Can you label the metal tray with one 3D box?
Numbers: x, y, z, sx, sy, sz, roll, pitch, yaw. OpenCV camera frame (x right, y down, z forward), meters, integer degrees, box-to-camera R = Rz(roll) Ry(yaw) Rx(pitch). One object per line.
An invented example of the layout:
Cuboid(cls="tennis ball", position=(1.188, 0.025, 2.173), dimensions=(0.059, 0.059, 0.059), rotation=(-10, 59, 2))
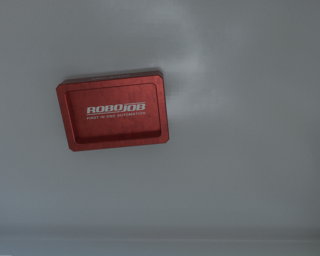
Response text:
Cuboid(cls="metal tray", position=(-0.057, -0.021, 0.400), dimensions=(0.131, 0.030, 0.089), rotation=(-5, 110, 2))
